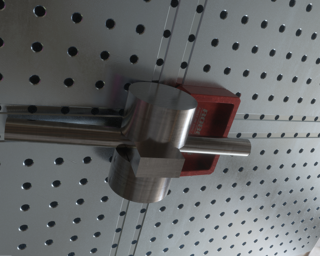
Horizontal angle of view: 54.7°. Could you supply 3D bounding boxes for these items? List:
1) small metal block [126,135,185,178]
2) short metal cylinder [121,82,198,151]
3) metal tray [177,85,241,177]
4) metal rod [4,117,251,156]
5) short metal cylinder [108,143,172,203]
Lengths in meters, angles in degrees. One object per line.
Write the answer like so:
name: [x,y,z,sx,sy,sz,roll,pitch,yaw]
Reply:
small metal block: [-0.006,0.031,0.349,0.050,0.050,0.025,5,116,-21]
short metal cylinder: [-0.002,-0.016,0.363,0.081,0.080,0.050,1,118,-29]
metal tray: [0.052,0.008,0.441,0.091,0.030,0.129,1,118,-29]
metal rod: [-0.021,0.014,0.378,0.302,0.025,0.025,5,116,-21]
short metal cylinder: [-0.022,0.050,0.394,0.081,0.080,0.050,1,118,-29]
